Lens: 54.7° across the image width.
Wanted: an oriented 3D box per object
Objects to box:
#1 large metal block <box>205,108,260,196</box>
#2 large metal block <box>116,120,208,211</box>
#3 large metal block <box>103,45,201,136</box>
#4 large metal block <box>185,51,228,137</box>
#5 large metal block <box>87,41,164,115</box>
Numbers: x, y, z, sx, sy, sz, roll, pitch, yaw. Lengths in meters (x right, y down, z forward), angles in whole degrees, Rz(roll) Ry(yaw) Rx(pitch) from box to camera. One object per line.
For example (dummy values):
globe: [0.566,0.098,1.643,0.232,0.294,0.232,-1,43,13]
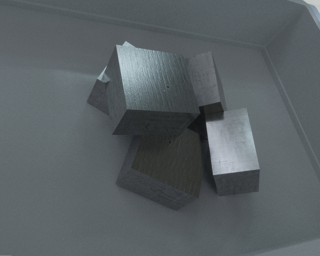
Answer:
large metal block: [0.091,0.033,0.391,0.050,0.080,0.080,-9,59,11]
large metal block: [0.005,0.039,0.364,0.080,0.050,0.080,27,52,-12]
large metal block: [-0.012,-0.039,0.340,0.081,0.050,0.080,2,60,-26]
large metal block: [0.059,-0.042,0.419,0.080,0.050,0.080,53,29,-55]
large metal block: [-0.035,-0.053,0.403,0.080,0.050,0.080,32,51,-8]
